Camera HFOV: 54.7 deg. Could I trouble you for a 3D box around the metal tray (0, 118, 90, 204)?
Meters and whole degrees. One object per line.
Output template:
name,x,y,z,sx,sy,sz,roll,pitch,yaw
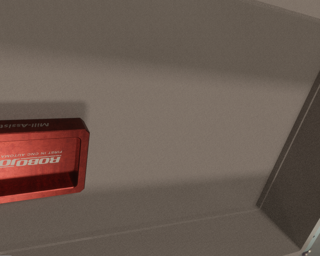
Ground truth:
metal tray,-0.150,0.037,0.346,0.131,0.030,0.089,-3,120,-27
